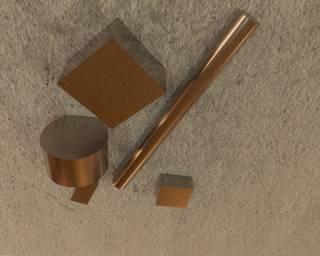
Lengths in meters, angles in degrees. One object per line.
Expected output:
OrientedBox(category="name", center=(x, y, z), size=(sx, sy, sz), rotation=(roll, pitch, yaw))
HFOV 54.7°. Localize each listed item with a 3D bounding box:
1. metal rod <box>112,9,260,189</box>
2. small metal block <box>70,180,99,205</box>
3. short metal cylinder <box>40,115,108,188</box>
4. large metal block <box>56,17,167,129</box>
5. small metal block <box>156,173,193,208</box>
OrientedBox(category="metal rod", center=(0.014, -0.014, 0.395), size=(0.025, 0.025, 0.298), rotation=(24, 126, -20))
OrientedBox(category="small metal block", center=(-0.107, 0.075, 0.453), size=(0.025, 0.050, 0.050), rotation=(20, 127, -17))
OrientedBox(category="short metal cylinder", center=(-0.106, 0.028, 0.394), size=(0.081, 0.080, 0.050), rotation=(4, 130, -4))
OrientedBox(category="large metal block", center=(-0.050, -0.057, 0.341), size=(0.080, 0.050, 0.080), rotation=(-32, 124, 24))
OrientedBox(category="small metal block", center=(0.022, 0.100, 0.493), size=(0.050, 0.025, 0.050), rotation=(7, 130, -7))
